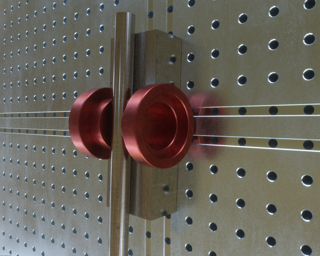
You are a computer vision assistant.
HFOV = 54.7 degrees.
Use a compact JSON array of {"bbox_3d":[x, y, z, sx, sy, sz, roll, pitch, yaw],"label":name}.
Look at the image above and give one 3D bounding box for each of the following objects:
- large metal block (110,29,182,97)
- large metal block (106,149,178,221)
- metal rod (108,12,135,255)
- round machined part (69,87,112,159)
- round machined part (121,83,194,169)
[{"bbox_3d":[-0.020,-0.078,0.409,0.080,0.050,0.079,3,92,40],"label":"large metal block"},{"bbox_3d":[-0.024,0.069,0.413,0.080,0.050,0.079,4,93,40],"label":"large metal block"},{"bbox_3d":[-0.048,0.011,0.383,0.025,0.025,0.298,3,92,40],"label":"metal rod"},{"bbox_3d":[-0.068,-0.006,0.417,0.042,0.099,0.097,3,92,40],"label":"round machined part"},{"bbox_3d":[-0.007,-0.003,0.367,0.042,0.099,0.097,3,92,45],"label":"round machined part"}]
